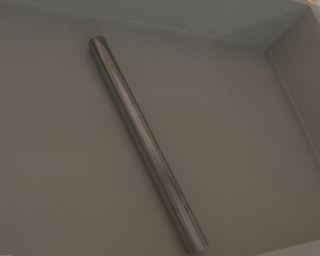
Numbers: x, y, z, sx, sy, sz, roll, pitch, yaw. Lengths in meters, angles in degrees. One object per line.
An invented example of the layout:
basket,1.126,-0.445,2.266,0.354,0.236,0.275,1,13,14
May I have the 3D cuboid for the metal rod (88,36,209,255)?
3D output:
metal rod,-0.022,0.008,0.387,0.025,0.025,0.299,-16,70,-34
